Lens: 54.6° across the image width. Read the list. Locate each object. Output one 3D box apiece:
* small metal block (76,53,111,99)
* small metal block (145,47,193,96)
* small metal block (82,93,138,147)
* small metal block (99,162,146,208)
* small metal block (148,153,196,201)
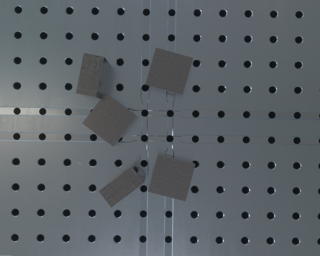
[{"bbox_3d":[-0.085,-0.064,0.400,0.025,0.050,0.050,11,90,0],"label":"small metal block"},{"bbox_3d":[0.012,-0.074,0.413,0.050,0.025,0.050,16,90,0],"label":"small metal block"},{"bbox_3d":[-0.065,-0.011,0.413,0.050,0.025,0.050,38,90,0],"label":"small metal block"},{"bbox_3d":[-0.047,0.071,0.401,0.050,0.050,0.025,-37,90,0],"label":"small metal block"},{"bbox_3d":[0.015,0.065,0.414,0.050,0.025,0.050,15,90,0],"label":"small metal block"}]
